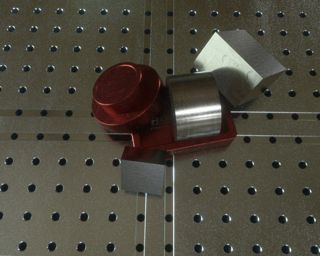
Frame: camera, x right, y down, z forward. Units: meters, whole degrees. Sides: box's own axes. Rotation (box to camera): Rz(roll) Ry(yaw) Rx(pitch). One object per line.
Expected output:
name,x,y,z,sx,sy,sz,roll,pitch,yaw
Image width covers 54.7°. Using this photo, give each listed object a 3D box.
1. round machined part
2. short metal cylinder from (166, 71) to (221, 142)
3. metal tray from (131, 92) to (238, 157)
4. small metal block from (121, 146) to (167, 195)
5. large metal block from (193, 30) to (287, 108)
round machined part,-0.046,-0.045,0.395,0.098,0.042,0.098,-13,53,19
short metal cylinder,0.038,-0.026,0.375,0.050,0.080,0.080,-8,70,-4
metal tray,0.026,-0.013,0.411,0.131,0.030,0.090,-10,70,-4
small metal block,-0.020,0.051,0.373,0.050,0.050,0.025,7,36,3
large metal block,0.105,-0.081,0.404,0.081,0.050,0.080,-23,68,-47
